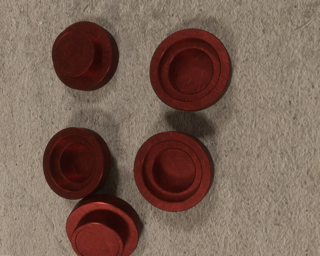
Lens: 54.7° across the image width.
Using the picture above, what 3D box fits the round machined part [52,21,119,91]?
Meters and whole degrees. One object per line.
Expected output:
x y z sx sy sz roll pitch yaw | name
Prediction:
-0.112 -0.103 0.438 0.098 0.042 0.097 0 90 19 | round machined part

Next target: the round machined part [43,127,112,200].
-0.111 0.048 0.435 0.098 0.042 0.097 -1 86 21 | round machined part

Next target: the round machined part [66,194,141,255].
-0.077 0.140 0.407 0.099 0.042 0.097 2 111 6 | round machined part

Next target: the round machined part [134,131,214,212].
0.020 0.052 0.392 0.098 0.042 0.097 0 90 19 | round machined part

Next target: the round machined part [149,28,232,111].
0.040 -0.069 0.385 0.098 0.042 0.097 0 90 19 | round machined part
